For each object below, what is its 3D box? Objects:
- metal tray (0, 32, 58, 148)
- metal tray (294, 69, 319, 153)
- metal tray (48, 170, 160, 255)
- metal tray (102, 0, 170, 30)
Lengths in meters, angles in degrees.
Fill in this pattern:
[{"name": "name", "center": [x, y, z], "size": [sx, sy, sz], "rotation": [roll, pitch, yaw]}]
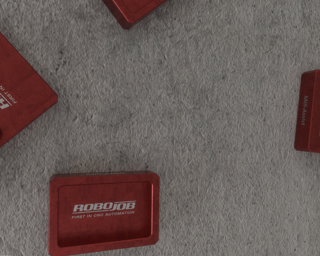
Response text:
[{"name": "metal tray", "center": [-0.189, -0.052, 0.336], "size": [0.090, 0.030, 0.130], "rotation": [-43, 104, -15]}, {"name": "metal tray", "center": [0.271, -0.023, 0.506], "size": [0.091, 0.030, 0.129], "rotation": [8, 87, -20]}, {"name": "metal tray", "center": [-0.067, 0.101, 0.381], "size": [0.131, 0.030, 0.089], "rotation": [1, 90, -20]}, {"name": "metal tray", "center": [-0.019, -0.200, 0.398], "size": [0.130, 0.030, 0.090], "rotation": [-40, 103, -16]}]
